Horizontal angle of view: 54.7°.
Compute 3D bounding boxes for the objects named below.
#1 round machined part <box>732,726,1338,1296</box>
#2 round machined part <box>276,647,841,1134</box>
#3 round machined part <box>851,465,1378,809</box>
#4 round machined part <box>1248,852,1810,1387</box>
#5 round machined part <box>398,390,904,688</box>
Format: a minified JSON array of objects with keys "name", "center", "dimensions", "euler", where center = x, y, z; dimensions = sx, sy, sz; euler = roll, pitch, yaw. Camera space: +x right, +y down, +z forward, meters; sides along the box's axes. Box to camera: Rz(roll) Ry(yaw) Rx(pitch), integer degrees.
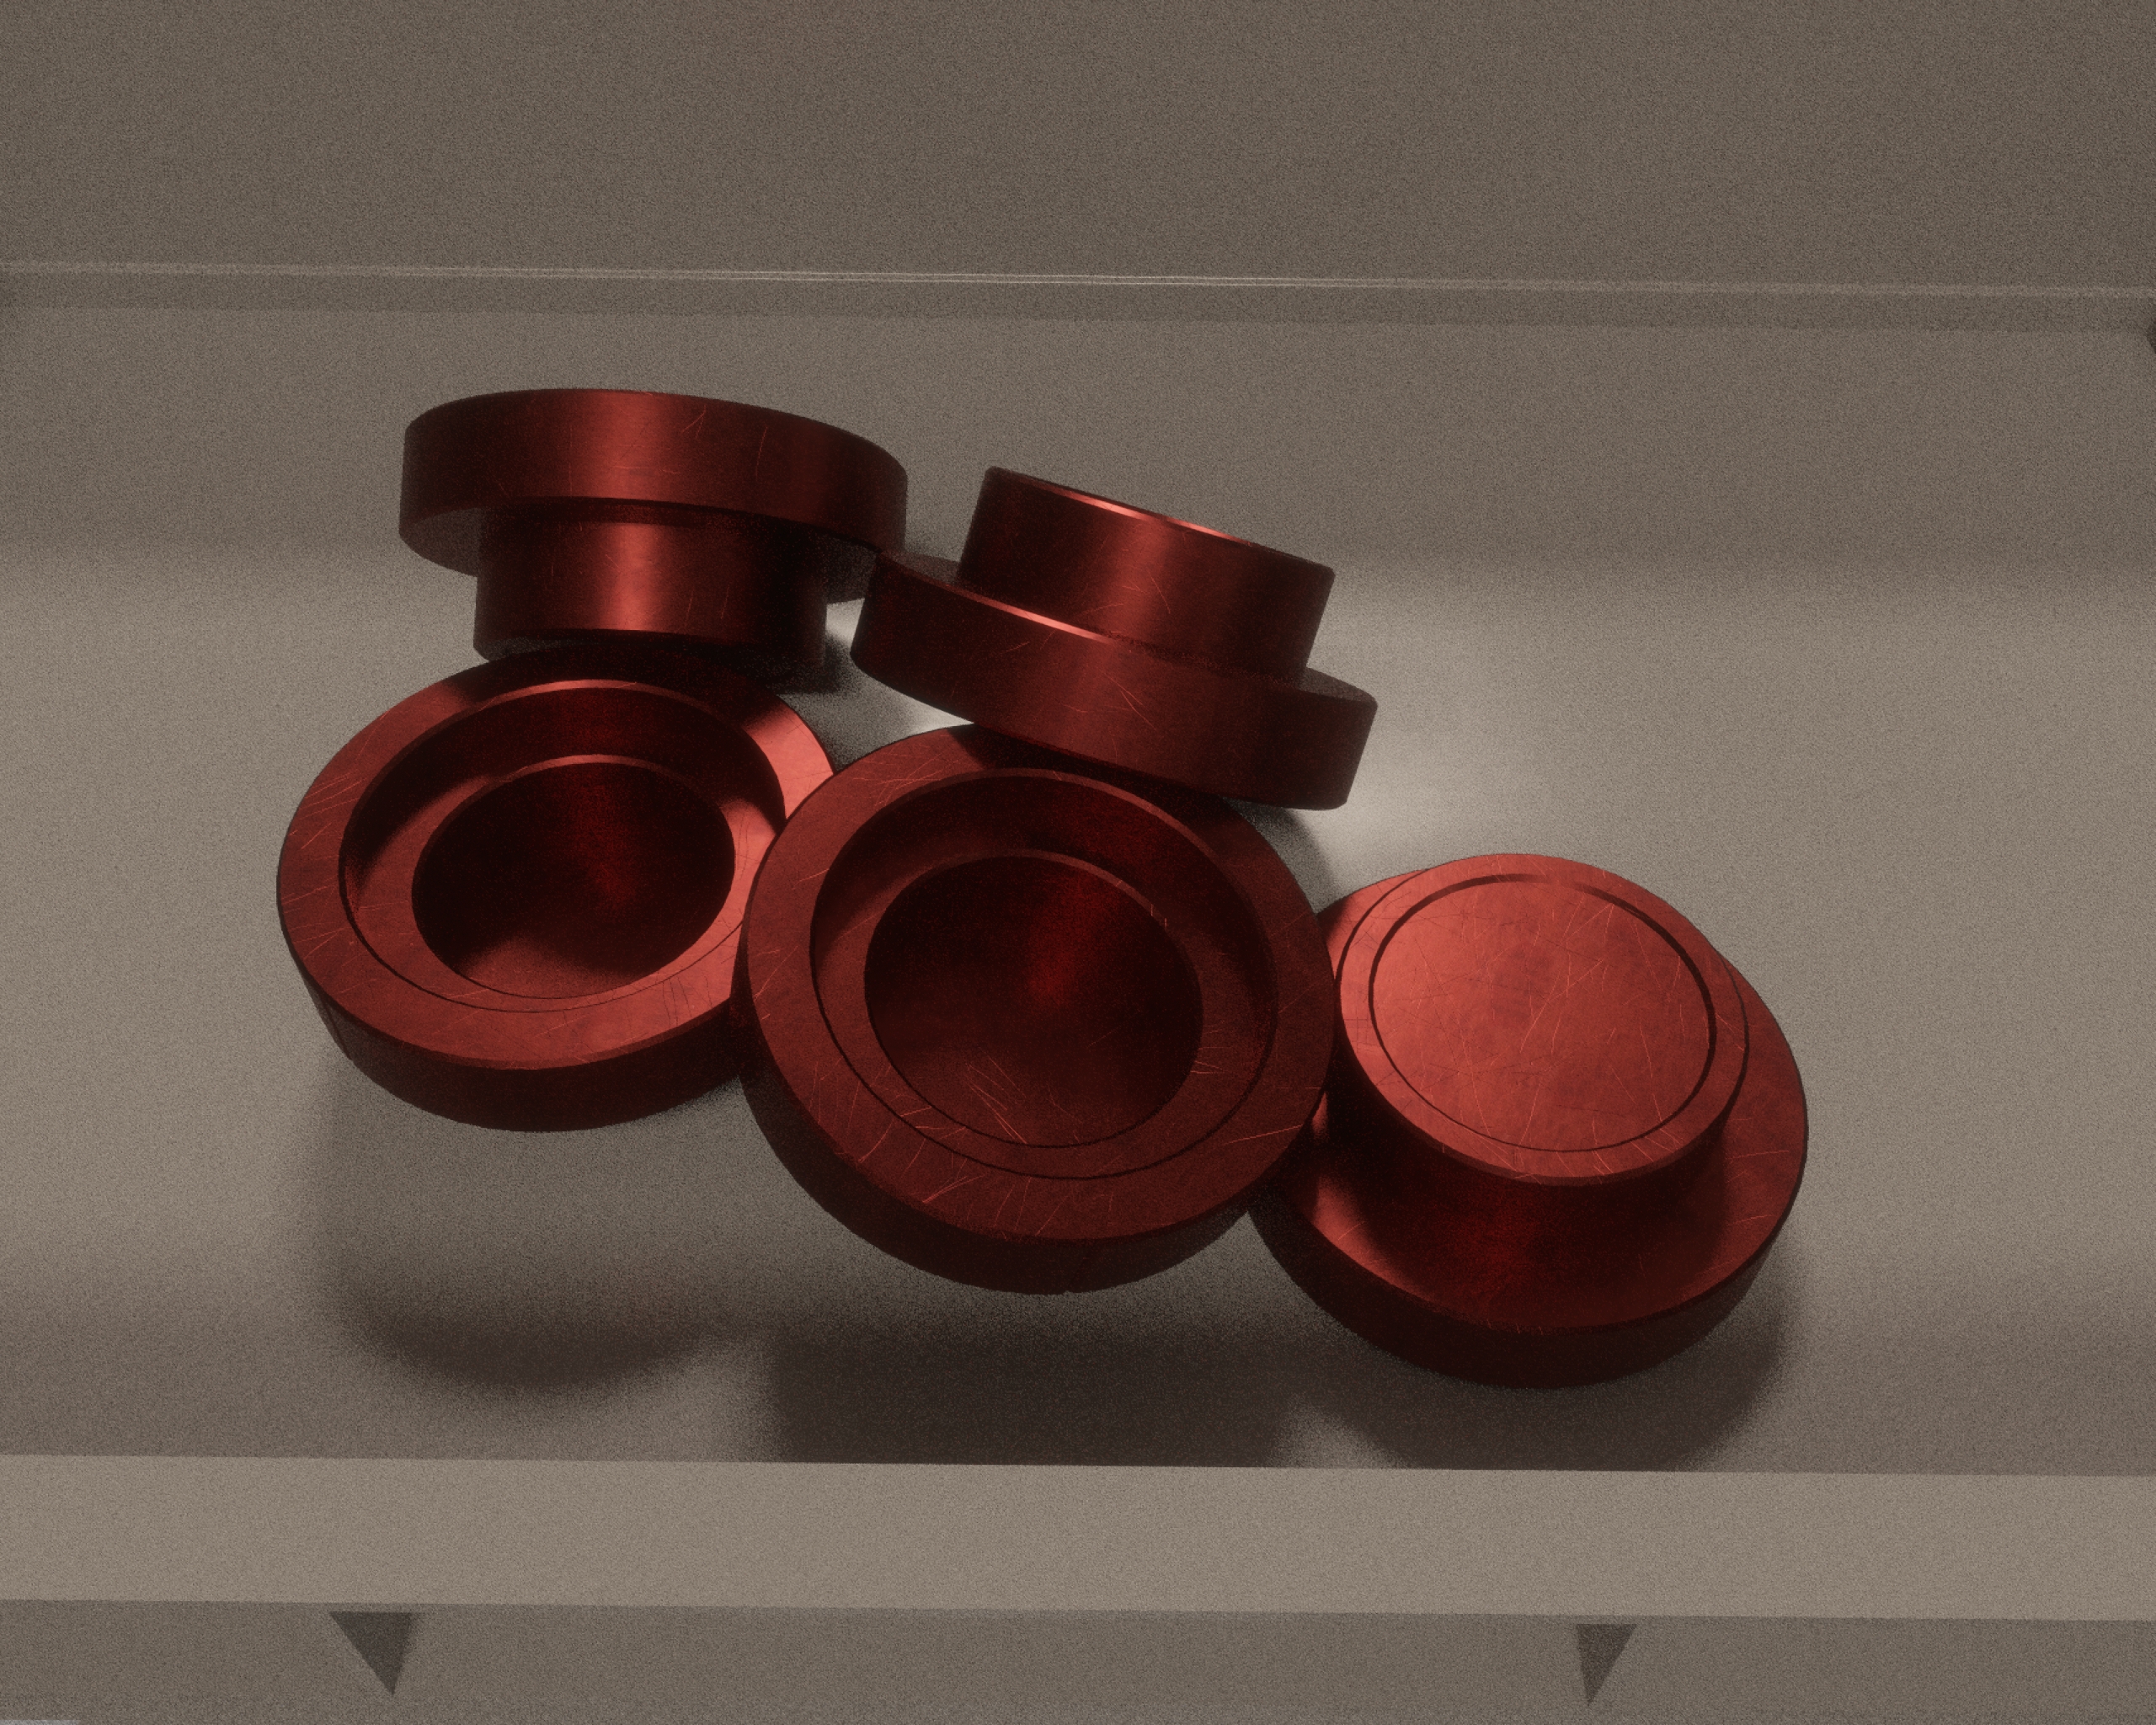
[{"name":"round machined part","center":[-0.009,0.028,0.353],"dimensions":[0.099,0.042,0.098],"euler":[8,55,-11]},{"name":"round machined part","center":[-0.090,0.009,0.382],"dimensions":[0.099,0.042,0.098],"euler":[0,50,0]},{"name":"round machined part","center":[0.010,-0.045,0.395],"dimensions":[0.099,0.042,0.098],"euler":[16,10,-3]},{"name":"round machined part","center":[0.077,0.037,0.361],"dimensions":[0.099,0.042,0.098],"euler":[0,50,0]},{"name":"round machined part","center":[-0.085,-0.060,0.418],"dimensions":[0.099,0.098,0.042],"euler":[2,86,1]}]
